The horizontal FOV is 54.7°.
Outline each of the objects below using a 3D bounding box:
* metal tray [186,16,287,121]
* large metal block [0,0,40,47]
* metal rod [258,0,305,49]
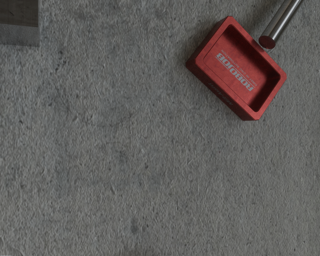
[{"bbox_3d":[0.113,-0.083,0.447,0.130,0.030,0.090,40,77,-16],"label":"metal tray"},{"bbox_3d":[-0.167,-0.121,0.318,0.081,0.080,0.050,0,90,-20],"label":"large metal block"},{"bbox_3d":[0.234,-0.236,0.481,0.025,0.025,0.300,41,72,-16],"label":"metal rod"}]
